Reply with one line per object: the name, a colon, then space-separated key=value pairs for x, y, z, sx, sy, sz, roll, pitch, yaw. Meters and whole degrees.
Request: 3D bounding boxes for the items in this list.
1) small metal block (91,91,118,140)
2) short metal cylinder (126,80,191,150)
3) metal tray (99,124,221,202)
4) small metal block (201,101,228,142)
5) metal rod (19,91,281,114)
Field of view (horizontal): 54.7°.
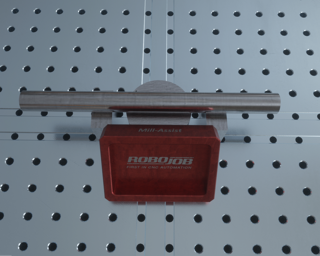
small metal block: x=-0.071 y=-0.015 z=0.404 sx=0.025 sy=0.050 sz=0.050 roll=-1 pitch=70 yaw=0
short metal cylinder: x=-0.001 y=-0.015 z=0.404 sx=0.081 sy=0.050 sz=0.080 roll=0 pitch=70 yaw=0
metal tray: x=0.000 y=0.042 z=0.364 sx=0.131 sy=0.089 sz=0.030 roll=0 pitch=27 yaw=0
small metal block: x=0.069 y=-0.012 z=0.403 sx=0.025 sy=0.050 sz=0.050 roll=-1 pitch=70 yaw=0
metal rod: x=-0.012 y=-0.031 z=0.369 sx=0.302 sy=0.025 sz=0.025 roll=1 pitch=70 yaw=0
